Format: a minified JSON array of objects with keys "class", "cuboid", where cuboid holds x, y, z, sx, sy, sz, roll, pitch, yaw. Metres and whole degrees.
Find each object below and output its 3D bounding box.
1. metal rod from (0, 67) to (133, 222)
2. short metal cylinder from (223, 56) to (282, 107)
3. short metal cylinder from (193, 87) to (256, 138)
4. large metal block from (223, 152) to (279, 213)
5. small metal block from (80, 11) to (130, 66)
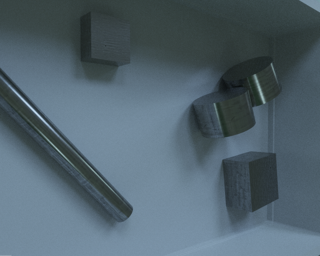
[{"class":"metal rod","cuboid":[-0.122,-0.005,0.304,0.025,0.025,0.300,-52,121,-27]},{"class":"short metal cylinder","cuboid":[0.148,-0.074,0.498,0.080,0.080,0.050,-42,116,-32]},{"class":"short metal cylinder","cuboid":[0.093,-0.023,0.452,0.081,0.080,0.050,-28,108,-37]},{"class":"large metal block","cuboid":[0.154,0.087,0.523,0.081,0.050,0.079,-9,96,-40]},{"class":"small metal block","cuboid":[-0.062,-0.100,0.356,0.050,0.025,0.050,-1,91,-40]}]
